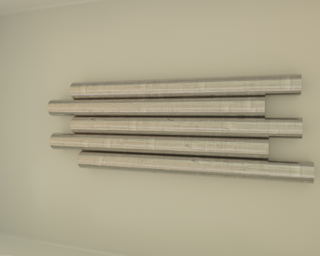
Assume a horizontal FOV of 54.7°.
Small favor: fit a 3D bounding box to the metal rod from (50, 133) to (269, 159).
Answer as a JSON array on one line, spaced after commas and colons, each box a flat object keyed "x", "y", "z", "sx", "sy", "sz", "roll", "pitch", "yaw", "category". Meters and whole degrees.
[{"x": -0.014, "y": 0.022, "z": 0.413, "sx": 0.301, "sy": 0.025, "sz": 0.025, "roll": 1, "pitch": 90, "yaw": 19, "category": "metal rod"}]

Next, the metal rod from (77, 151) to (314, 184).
[{"x": 0.030, "y": 0.048, "z": 0.398, "sx": 0.301, "sy": 0.025, "sz": 0.025, "roll": 1, "pitch": 90, "yaw": 19, "category": "metal rod"}]

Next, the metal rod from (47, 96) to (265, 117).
[{"x": -0.018, "y": -0.028, "z": 0.414, "sx": 0.301, "sy": 0.025, "sz": 0.025, "roll": 1, "pitch": 90, "yaw": 19, "category": "metal rod"}]

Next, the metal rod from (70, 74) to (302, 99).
[{"x": 0.018, "y": -0.052, "z": 0.402, "sx": 0.301, "sy": 0.025, "sz": 0.025, "roll": 1, "pitch": 90, "yaw": 19, "category": "metal rod"}]

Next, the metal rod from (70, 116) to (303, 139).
[{"x": 0.019, "y": -0.002, "z": 0.402, "sx": 0.301, "sy": 0.025, "sz": 0.025, "roll": 1, "pitch": 90, "yaw": 19, "category": "metal rod"}]
